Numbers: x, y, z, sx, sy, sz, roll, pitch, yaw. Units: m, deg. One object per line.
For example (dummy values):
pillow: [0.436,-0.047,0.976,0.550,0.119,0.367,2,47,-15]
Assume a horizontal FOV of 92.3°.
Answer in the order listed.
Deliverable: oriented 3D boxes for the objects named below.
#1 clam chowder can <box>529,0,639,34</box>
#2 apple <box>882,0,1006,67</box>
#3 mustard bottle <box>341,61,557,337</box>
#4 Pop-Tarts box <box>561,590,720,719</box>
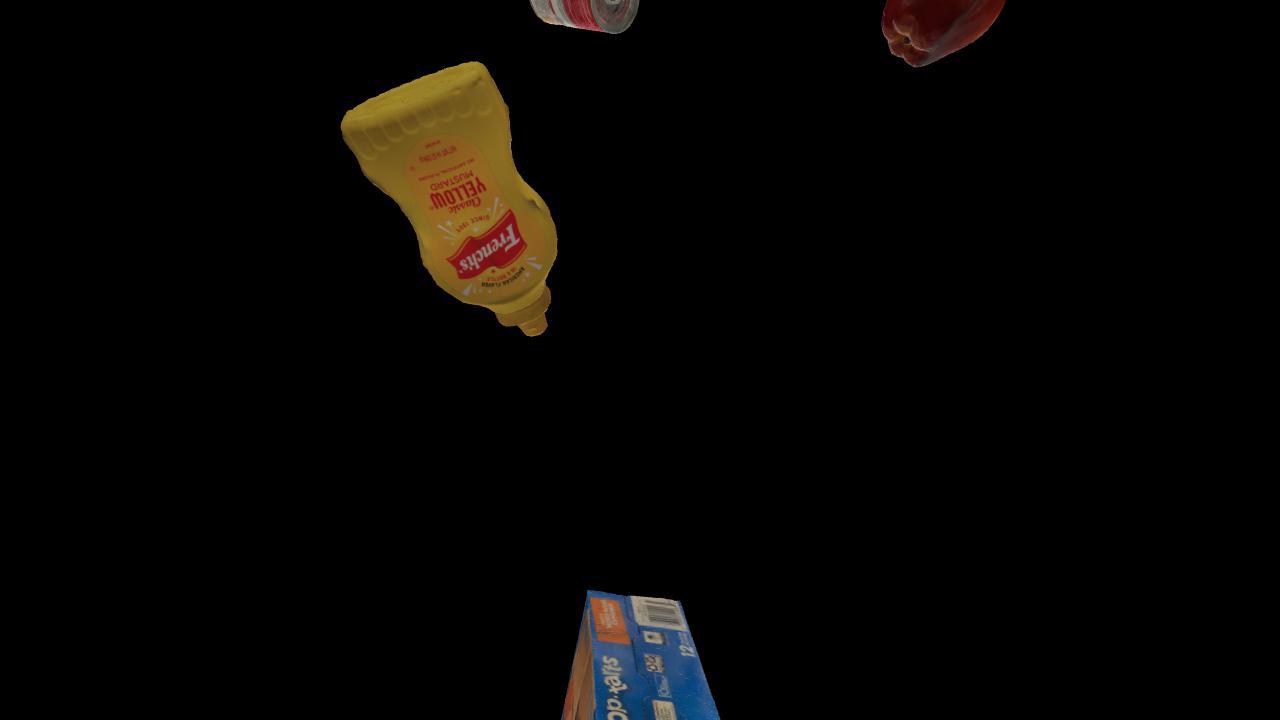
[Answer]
clam chowder can: [-0.059,-0.376,0.629,0.102,0.068,0.068,29,17,34]
apple: [0.225,-0.267,0.454,0.093,0.079,0.079,-44,1,-1]
mustard bottle: [-0.103,-0.086,0.403,0.092,0.184,0.054,-26,41,-5]
Pop-Tarts box: [-0.009,0.269,0.426,0.083,0.141,0.167,10,8,-8]
